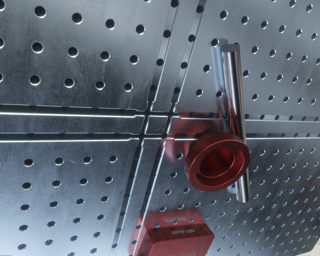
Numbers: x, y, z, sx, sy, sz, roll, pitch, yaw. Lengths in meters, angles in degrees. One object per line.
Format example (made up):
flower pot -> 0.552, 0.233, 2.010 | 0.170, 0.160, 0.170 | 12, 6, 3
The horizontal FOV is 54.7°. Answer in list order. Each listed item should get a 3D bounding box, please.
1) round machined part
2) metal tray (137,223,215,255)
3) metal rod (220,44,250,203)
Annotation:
round machined part -> 0.082, 0.046, 0.468 | 0.099, 0.042, 0.097 | -10, 125, -14
metal tray -> 0.027, 0.221, 0.559 | 0.131, 0.030, 0.089 | 6, 116, -31
metal rod -> 0.122, 0.013, 0.485 | 0.025, 0.025, 0.298 | -25, 128, -13
